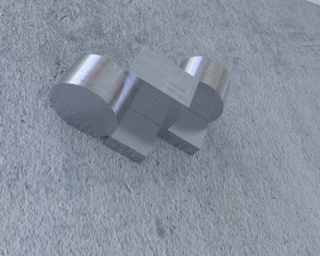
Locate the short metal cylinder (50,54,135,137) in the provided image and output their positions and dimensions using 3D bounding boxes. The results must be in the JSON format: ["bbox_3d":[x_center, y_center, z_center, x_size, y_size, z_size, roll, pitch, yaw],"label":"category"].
[{"bbox_3d":[-0.075,-0.035,0.351,0.080,0.080,0.050,31,52,-9],"label":"short metal cylinder"}]

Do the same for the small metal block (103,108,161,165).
[{"bbox_3d":[-0.034,0.009,0.382,0.050,0.025,0.050,31,52,-8],"label":"small metal block"}]

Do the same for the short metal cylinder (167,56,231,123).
[{"bbox_3d":[0.053,-0.051,0.430,0.080,0.080,0.050,31,52,-9],"label":"short metal cylinder"}]

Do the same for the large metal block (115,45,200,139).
[{"bbox_3d":[-0.010,-0.042,0.391,0.080,0.080,0.050,31,52,-9],"label":"large metal block"}]

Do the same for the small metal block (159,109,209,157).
[{"bbox_3d":[0.034,0.003,0.422,0.050,0.025,0.050,31,52,-8],"label":"small metal block"}]
